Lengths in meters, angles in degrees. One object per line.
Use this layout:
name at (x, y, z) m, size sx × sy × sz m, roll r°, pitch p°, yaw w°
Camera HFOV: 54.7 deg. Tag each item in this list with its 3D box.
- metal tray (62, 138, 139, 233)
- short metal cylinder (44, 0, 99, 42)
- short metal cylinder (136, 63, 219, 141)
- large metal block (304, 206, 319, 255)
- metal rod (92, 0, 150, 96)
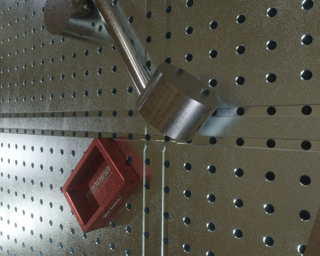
metal tray at (-0.097, 0.089, 0.483) m, size 0.090 × 0.030 × 0.129 m, roll 52°, pitch 120°, yaw 27°
short metal cylinder at (-0.147, -0.189, 0.511) m, size 0.080 × 0.050 × 0.079 m, roll 0°, pitch 90°, yaw 39°
short metal cylinder at (0.020, -0.030, 0.355) m, size 0.080 × 0.081 × 0.050 m, roll 50°, pitch 119°, yaw 28°
large metal block at (0.172, 0.092, 0.251) m, size 0.080 × 0.050 × 0.079 m, roll 20°, pitch 103°, yaw 38°
metal rod at (-0.072, -0.159, 0.466) m, size 0.025 × 0.025 × 0.299 m, roll -40°, pitch 66°, yaw 32°
